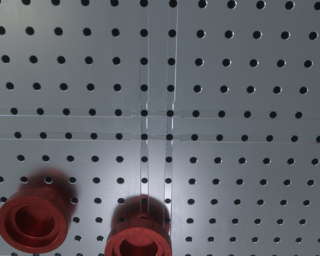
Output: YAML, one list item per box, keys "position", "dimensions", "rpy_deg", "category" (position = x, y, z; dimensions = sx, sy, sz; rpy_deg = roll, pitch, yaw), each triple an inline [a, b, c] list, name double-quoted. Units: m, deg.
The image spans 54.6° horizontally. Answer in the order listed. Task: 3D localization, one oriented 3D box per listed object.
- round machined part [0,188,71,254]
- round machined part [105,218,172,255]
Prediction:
- position: [-0.178, 0.130, 0.451]
  dimensions: [0.099, 0.042, 0.097]
  rpy_deg: [0, 110, 0]
  category: "round machined part"
- position: [-0.031, 0.177, 0.469]
  dimensions: [0.099, 0.042, 0.097]
  rpy_deg: [0, 110, 0]
  category: "round machined part"
